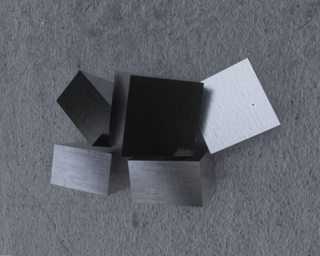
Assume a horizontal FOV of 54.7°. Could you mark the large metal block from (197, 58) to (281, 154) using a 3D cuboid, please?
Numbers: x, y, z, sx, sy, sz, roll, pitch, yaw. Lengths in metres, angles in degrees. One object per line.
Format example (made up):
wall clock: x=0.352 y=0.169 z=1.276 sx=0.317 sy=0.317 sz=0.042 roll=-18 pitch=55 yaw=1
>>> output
large metal block: x=0.085 y=-0.023 z=0.366 sx=0.080 sy=0.050 sz=0.080 roll=-26 pitch=82 yaw=18

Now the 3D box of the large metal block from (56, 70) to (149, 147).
large metal block: x=-0.070 y=-0.021 z=0.399 sx=0.050 sy=0.080 sz=0.080 roll=-48 pitch=67 yaw=14

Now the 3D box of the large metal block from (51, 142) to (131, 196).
large metal block: x=-0.082 y=0.049 z=0.409 sx=0.080 sy=0.080 sz=0.050 roll=7 pitch=93 yaw=20

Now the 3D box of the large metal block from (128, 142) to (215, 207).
large metal block: x=0.018 y=0.051 z=0.369 sx=0.080 sy=0.080 sz=0.050 roll=-1 pitch=101 yaw=20

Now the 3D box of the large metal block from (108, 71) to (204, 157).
large metal block: x=-0.006 y=-0.015 z=0.332 sx=0.050 sy=0.081 sz=0.079 roll=-150 pitch=65 yaw=-62
